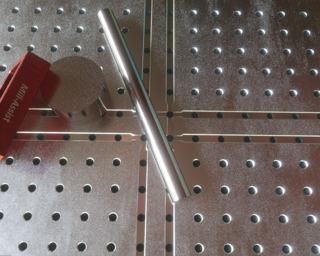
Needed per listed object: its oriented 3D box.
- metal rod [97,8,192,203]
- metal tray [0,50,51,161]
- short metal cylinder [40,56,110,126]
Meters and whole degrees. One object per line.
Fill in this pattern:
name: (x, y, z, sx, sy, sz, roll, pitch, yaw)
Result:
metal rod: (-0.028, -0.043, 0.427, 0.025, 0.025, 0.299, -21, 71, -7)
metal tray: (-0.190, -0.025, 0.385, 0.030, 0.090, 0.130, 31, 67, -31)
short metal cylinder: (-0.111, -0.049, 0.415, 0.081, 0.050, 0.080, 0, 70, 0)
